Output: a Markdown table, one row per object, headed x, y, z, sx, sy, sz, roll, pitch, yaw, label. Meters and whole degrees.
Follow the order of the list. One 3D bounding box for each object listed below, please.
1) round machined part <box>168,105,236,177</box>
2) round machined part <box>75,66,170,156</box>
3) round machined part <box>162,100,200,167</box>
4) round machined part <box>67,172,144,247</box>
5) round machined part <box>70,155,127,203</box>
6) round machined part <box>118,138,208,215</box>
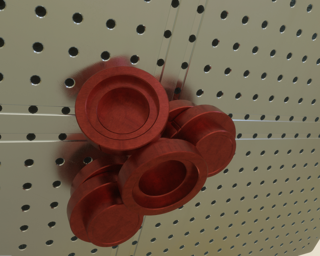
| x | y | z | sx | sy | sz | roll | pitch | yaw | label |
| --- | --- | --- | --- | --- | --- | --- | --- | --- | --- |
| 0.055 | 0.023 | 0.388 | 0.099 | 0.042 | 0.097 | -14 | 124 | -21 | round machined part |
| -0.040 | -0.016 | 0.343 | 0.099 | 0.098 | 0.042 | -25 | 163 | -13 | round machined part |
| 0.026 | 0.017 | 0.397 | 0.099 | 0.042 | 0.097 | -14 | 124 | -21 | round machined part |
| -0.059 | 0.105 | 0.377 | 0.099 | 0.042 | 0.097 | -14 | 124 | -21 | round machined part |
| -0.059 | 0.086 | 0.393 | 0.099 | 0.042 | 0.097 | -14 | 124 | -21 | round machined part |
| 0.000 | 0.050 | 0.347 | 0.099 | 0.042 | 0.097 | -13 | 131 | -15 | round machined part |
